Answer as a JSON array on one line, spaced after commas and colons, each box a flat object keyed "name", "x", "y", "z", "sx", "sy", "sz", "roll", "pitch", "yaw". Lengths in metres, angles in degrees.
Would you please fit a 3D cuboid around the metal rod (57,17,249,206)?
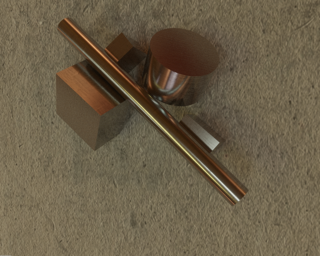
[{"name": "metal rod", "x": -0.018, "y": -0.029, "z": 0.363, "sx": 0.300, "sy": 0.025, "sz": 0.025, "roll": 45, "pitch": 104, "yaw": 14}]

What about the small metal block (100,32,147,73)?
[{"name": "small metal block", "x": -0.050, "y": -0.095, "z": 0.414, "sx": 0.050, "sy": 0.050, "sz": 0.025, "roll": -40, "pitch": 78, "yaw": 15}]

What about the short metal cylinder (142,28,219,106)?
[{"name": "short metal cylinder", "x": 0.023, "y": -0.072, "z": 0.366, "sx": 0.080, "sy": 0.080, "sz": 0.050, "roll": 41, "pitch": 144, "yaw": 15}]

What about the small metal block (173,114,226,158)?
[{"name": "small metal block", "x": 0.049, "y": 0.009, "z": 0.376, "sx": 0.050, "sy": 0.050, "sz": 0.025, "roll": 42, "pitch": 103, "yaw": 14}]

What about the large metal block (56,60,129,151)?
[{"name": "large metal block", "x": -0.090, "y": -0.030, "z": 0.409, "sx": 0.080, "sy": 0.050, "sz": 0.080, "roll": 42, "pitch": 144, "yaw": 14}]
